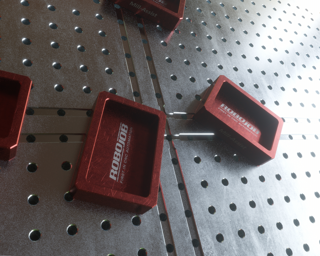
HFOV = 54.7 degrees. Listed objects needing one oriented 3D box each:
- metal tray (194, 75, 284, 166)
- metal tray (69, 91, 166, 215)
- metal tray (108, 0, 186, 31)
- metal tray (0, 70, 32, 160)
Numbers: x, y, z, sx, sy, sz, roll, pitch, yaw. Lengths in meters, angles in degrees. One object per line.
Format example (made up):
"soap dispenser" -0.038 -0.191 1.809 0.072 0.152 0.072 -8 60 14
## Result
"metal tray" 0.126 -0.014 0.483 0.130 0.030 0.090 36 51 -5
"metal tray" -0.044 0.026 0.365 0.091 0.030 0.130 19 54 -18
"metal tray" -0.021 -0.232 0.537 0.131 0.030 0.090 21 54 -16
"metal tray" -0.206 -0.023 0.308 0.131 0.030 0.090 12 57 -22
